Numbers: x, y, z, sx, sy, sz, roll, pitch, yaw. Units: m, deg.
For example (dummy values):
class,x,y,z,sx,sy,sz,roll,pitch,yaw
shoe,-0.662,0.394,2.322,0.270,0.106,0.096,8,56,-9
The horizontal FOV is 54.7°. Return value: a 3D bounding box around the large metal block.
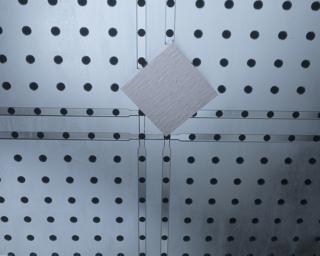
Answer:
class,x,y,z,sx,sy,sz,roll,pitch,yaw
large metal block,0.011,-0.051,0.382,0.080,0.050,0.080,-40,106,13
